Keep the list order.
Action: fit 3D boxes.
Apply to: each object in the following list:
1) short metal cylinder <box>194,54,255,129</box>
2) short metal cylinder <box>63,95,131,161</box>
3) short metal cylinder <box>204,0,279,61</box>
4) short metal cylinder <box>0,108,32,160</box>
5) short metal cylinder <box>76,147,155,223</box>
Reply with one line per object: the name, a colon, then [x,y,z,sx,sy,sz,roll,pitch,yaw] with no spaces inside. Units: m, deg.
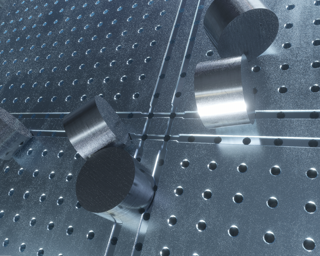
short metal cylinder: [0.077,-0.041,0.358,0.050,0.080,0.080,-7,59,25]
short metal cylinder: [-0.083,0.003,0.414,0.050,0.080,0.080,-32,52,7]
short metal cylinder: [0.103,-0.130,0.399,0.080,0.080,0.050,-27,52,11]
short metal cylinder: [-0.259,0.007,0.505,0.050,0.080,0.080,-47,51,-5]
short metal cylinder: [-0.054,0.070,0.378,0.080,0.050,0.080,-13,56,21]
